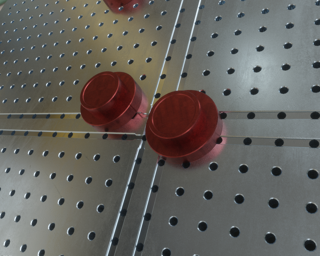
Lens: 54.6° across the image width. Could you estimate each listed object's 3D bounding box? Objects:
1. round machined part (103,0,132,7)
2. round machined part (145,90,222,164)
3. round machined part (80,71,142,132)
[{"bbox_3d":[-0.081,-0.294,0.622,0.098,0.042,0.098,-13,56,21],"label":"round machined part"},{"bbox_3d":[0.025,-0.008,0.390,0.098,0.042,0.098,-13,56,21],"label":"round machined part"},{"bbox_3d":[-0.081,-0.047,0.470,0.098,0.042,0.098,-13,56,21],"label":"round machined part"}]
